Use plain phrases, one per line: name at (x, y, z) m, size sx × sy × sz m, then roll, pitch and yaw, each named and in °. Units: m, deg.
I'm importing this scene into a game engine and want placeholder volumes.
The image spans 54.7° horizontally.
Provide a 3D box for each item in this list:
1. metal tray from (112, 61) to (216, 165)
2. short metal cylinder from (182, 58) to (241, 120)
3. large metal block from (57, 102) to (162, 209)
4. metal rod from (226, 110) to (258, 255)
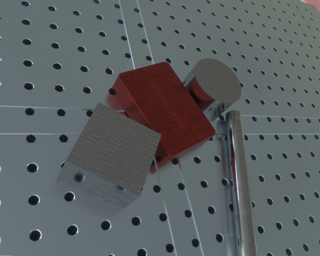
metal tray at (0.006, -0.025, 0.425) m, size 0.091 × 0.030 × 0.130 m, roll -24°, pitch 75°, yaw -37°
short metal cylinder at (0.075, -0.058, 0.470) m, size 0.081 × 0.050 × 0.080 m, roll 14°, pitch 56°, yaw -21°
large metal block at (-0.054, 0.031, 0.345) m, size 0.080 × 0.050 × 0.080 m, roll 28°, pitch 52°, yaw -11°
metal rod at (0.108, 0.105, 0.404) m, size 0.025 × 0.025 × 0.300 m, roll 16°, pitch 55°, yaw -20°
